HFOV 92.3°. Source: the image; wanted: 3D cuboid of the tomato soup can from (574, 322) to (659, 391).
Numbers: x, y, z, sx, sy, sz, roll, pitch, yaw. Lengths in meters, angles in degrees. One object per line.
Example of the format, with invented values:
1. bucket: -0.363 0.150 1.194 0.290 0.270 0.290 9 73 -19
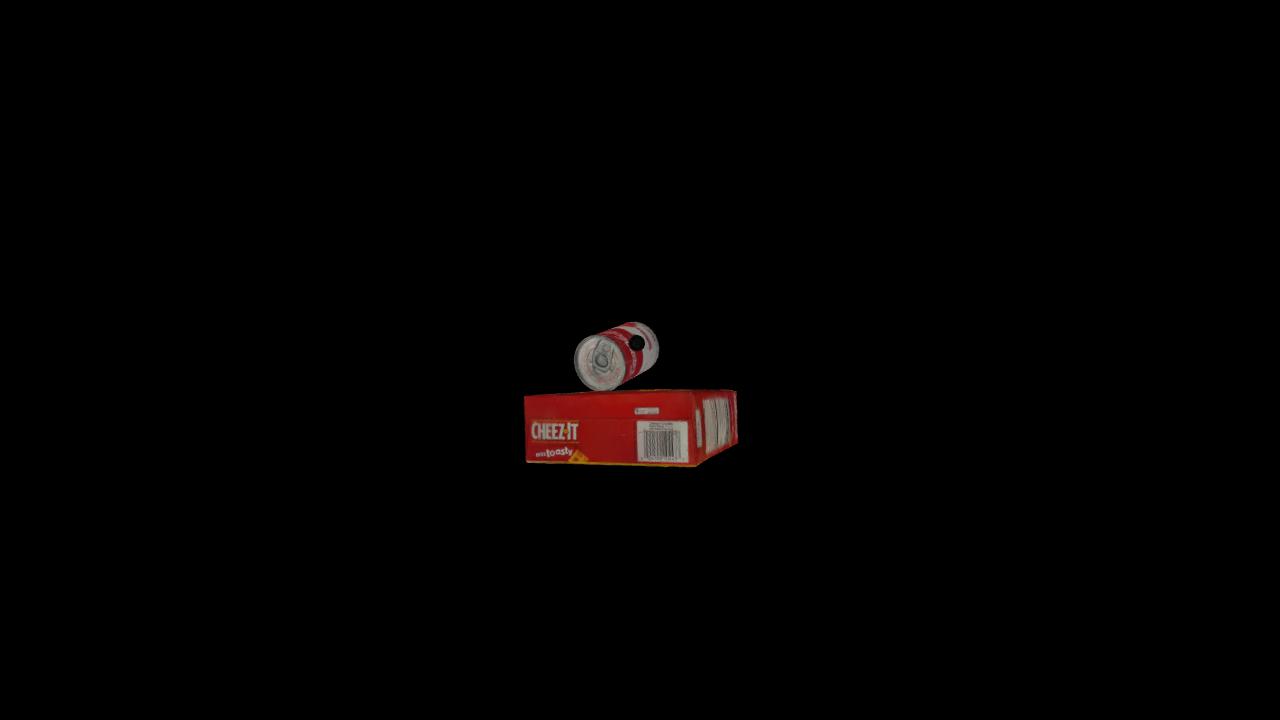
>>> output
1. tomato soup can: -0.025 -0.006 0.743 0.068 0.068 0.101 0 12 26

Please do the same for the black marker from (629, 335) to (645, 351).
1. black marker: -0.005 -0.017 0.759 0.020 0.020 0.121 0 -2 -2

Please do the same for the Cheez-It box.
1. Cheez-It box: 0.005 0.066 0.641 0.166 0.071 0.223 -3 -4 19
